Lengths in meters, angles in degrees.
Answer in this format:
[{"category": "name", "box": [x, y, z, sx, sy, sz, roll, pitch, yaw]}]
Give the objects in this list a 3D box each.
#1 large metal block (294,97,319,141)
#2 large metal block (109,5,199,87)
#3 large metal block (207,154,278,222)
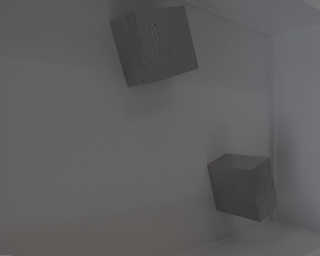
[{"category": "large metal block", "box": [0.344, -0.021, 0.680, 0.081, 0.050, 0.080, -19, 103, -38]}, {"category": "large metal block", "box": [-0.005, -0.102, 0.385, 0.081, 0.050, 0.080, -24, 105, -37]}, {"category": "large metal block", "box": [0.126, 0.088, 0.477, 0.050, 0.080, 0.080, -22, 104, -38]}]
